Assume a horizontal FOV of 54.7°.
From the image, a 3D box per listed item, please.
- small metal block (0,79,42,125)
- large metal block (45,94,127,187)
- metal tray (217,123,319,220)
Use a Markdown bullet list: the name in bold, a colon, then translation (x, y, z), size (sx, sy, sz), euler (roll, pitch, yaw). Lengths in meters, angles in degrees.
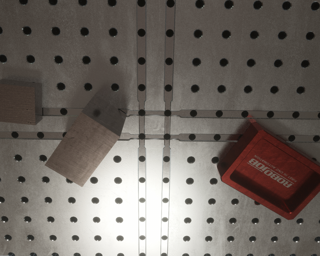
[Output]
- **small metal block**: translation (-0.182, -0.033, 0.399), size (0.050, 0.025, 0.050), euler (6, 110, -3)
- **large metal block**: translation (-0.089, 0.012, 0.387), size (0.050, 0.080, 0.080), euler (35, 106, -12)
- **metal tray**: translation (0.159, 0.063, 0.436), size (0.130, 0.030, 0.090), euler (31, 107, -11)
